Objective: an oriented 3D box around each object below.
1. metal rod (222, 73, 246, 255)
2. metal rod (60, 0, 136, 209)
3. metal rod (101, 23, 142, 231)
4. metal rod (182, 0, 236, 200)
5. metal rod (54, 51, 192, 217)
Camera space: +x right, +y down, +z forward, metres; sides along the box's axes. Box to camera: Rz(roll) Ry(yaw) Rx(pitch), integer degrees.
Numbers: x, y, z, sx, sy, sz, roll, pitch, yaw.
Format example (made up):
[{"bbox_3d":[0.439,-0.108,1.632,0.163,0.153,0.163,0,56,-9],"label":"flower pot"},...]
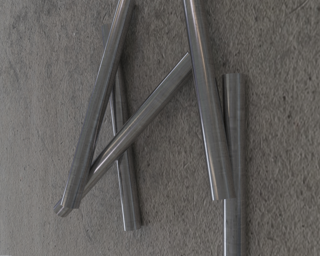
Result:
[{"bbox_3d":[0.081,0.091,0.338,0.025,0.025,0.298,0,90,40],"label":"metal rod"},{"bbox_3d":[-0.084,-0.040,0.429,0.025,0.025,0.299,9,82,39],"label":"metal rod"},{"bbox_3d":[-0.057,-0.005,0.452,0.025,0.025,0.298,-12,82,39],"label":"metal rod"},{"bbox_3d":[0.047,-0.073,0.346,0.025,0.025,0.299,-17,73,39],"label":"metal rod"},{"bbox_3d":[-0.054,0.020,0.419,0.299,0.025,0.025,-47,62,19],"label":"metal rod"}]
